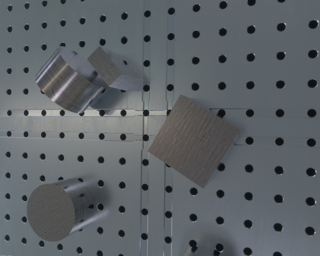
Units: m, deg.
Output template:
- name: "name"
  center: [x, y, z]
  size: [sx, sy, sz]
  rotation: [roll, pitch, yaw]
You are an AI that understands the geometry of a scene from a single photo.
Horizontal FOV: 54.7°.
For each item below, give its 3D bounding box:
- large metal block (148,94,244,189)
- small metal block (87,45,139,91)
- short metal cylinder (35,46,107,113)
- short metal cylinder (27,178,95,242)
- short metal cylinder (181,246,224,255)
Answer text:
- name: "large metal block"
  center: [0.045, 0.015, 0.383]
  size: [0.080, 0.050, 0.080]
  rotation: [33, 101, 17]
- name: "small metal block"
  center: [-0.063, -0.080, 0.421]
  size: [0.025, 0.050, 0.050]
  rotation: [-43, 77, 15]
- name: "short metal cylinder"
  center: [-0.121, -0.066, 0.426]
  size: [0.050, 0.080, 0.080]
  rotation: [-46, 76, 14]
- name: "short metal cylinder"
  center: [-0.143, 0.116, 0.449]
  size: [0.080, 0.050, 0.079]
  rotation: [0, 90, 20]
- name: "short metal cylinder"
  center: [0.050, 0.195, 0.382]
  size: [0.080, 0.050, 0.079]
  rotation: [0, 90, 20]
